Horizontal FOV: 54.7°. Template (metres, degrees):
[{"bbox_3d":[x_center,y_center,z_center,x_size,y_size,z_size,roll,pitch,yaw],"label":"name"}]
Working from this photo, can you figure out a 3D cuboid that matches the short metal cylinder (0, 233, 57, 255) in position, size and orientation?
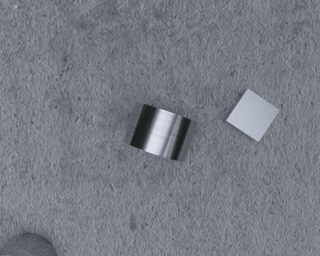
[{"bbox_3d":[-0.179,0.182,0.396,0.081,0.050,0.080,0,90,0],"label":"short metal cylinder"}]

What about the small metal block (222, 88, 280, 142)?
[{"bbox_3d":[0.120,-0.016,0.411,0.050,0.025,0.050,34,90,0],"label":"small metal block"}]

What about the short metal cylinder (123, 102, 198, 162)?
[{"bbox_3d":[0.001,0.005,0.383,0.080,0.080,0.050,19,90,0],"label":"short metal cylinder"}]
